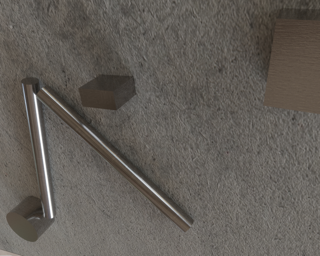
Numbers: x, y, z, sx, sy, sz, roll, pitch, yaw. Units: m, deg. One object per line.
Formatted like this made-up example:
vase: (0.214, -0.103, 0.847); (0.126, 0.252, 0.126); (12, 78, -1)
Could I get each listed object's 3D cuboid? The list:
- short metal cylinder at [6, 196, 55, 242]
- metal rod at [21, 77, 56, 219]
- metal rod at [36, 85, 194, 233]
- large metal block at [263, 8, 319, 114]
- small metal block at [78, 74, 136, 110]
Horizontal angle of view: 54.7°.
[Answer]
short metal cylinder: (-0.270, 0.190, 0.647); (0.080, 0.050, 0.079); (13, 124, 20)
metal rod: (-0.209, 0.052, 0.546); (0.025, 0.025, 0.298); (19, 126, 17)
metal rod: (-0.066, 0.048, 0.469); (0.300, 0.025, 0.025); (43, 129, -3)
large metal block: (0.143, -0.060, 0.278); (0.080, 0.050, 0.079); (11, 123, 21)
small metal block: (-0.066, -0.047, 0.395); (0.050, 0.050, 0.025); (8, 122, 24)
